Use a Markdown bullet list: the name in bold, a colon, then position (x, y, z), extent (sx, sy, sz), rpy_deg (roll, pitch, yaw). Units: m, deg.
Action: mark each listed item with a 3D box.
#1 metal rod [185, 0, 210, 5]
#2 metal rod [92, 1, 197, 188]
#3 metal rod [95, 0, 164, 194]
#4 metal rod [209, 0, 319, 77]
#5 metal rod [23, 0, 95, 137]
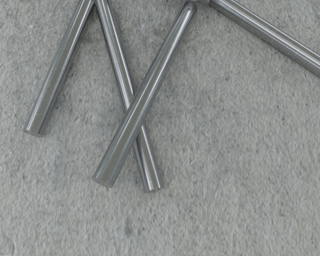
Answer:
- **metal rod**: position (-0.071, -0.232, 0.465), extent (0.302, 0.025, 0.025), rpy_deg (14, 71, 1)
- **metal rod**: position (-0.009, -0.062, 0.410), extent (0.025, 0.025, 0.300), rpy_deg (21, 64, 7)
- **metal rod**: position (-0.047, -0.059, 0.428), extent (0.025, 0.025, 0.299), rpy_deg (-15, 71, -6)
- **metal rod**: position (0.160, -0.144, 0.462), extent (0.300, 0.025, 0.025), rpy_deg (39, 74, 12)
- **metal rod**: position (-0.129, -0.129, 0.453), extent (0.025, 0.025, 0.299), rpy_deg (13, 70, 4)
